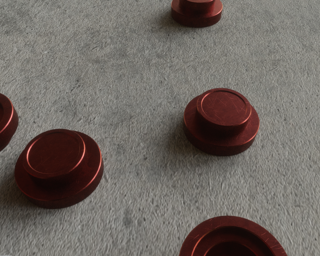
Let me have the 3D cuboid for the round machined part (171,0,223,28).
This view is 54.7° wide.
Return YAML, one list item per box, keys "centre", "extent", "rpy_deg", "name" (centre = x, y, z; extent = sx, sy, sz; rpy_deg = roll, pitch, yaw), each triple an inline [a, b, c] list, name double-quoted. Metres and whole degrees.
- centre: [0.070, -0.237, 0.591]
  extent: [0.099, 0.042, 0.098]
  rpy_deg: [0, 50, 0]
  name: "round machined part"

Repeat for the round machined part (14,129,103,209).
- centre: [-0.118, 0.039, 0.358]
  extent: [0.099, 0.042, 0.098]
  rpy_deg: [0, 50, 0]
  name: "round machined part"

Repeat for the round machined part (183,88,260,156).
- centre: [0.081, -0.015, 0.405]
  extent: [0.099, 0.042, 0.098]
  rpy_deg: [0, 50, 0]
  name: "round machined part"

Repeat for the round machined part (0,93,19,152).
- centre: [-0.229, 0.001, 0.389]
  extent: [0.099, 0.042, 0.098]
  rpy_deg: [0, 50, 0]
  name: "round machined part"

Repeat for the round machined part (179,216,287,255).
- centre: [0.064, 0.134, 0.280]
  extent: [0.099, 0.042, 0.098]
  rpy_deg: [0, 50, 0]
  name: "round machined part"
